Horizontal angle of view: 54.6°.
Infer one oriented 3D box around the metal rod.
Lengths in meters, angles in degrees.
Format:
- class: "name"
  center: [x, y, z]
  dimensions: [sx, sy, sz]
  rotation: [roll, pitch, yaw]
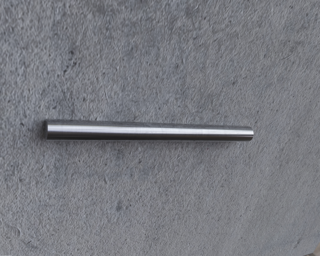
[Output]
- class: "metal rod"
  center: [0.006, 0.006, 0.414]
  dimensions: [0.302, 0.025, 0.025]
  rotation: [2, 118, -29]
